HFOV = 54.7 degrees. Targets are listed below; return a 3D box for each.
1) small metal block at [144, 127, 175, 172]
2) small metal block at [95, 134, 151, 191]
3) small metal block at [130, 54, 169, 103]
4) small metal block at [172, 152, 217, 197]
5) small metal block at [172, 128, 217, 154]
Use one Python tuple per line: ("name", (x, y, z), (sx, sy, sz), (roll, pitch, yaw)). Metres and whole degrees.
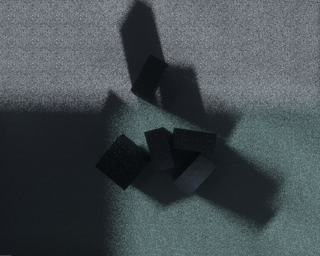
("small metal block", (-0.001, 0.026, 0.399), (0.025, 0.050, 0.050), (-15, 90, -1))
("small metal block", (-0.047, 0.044, 0.405), (0.050, 0.025, 0.050), (40, 104, 0))
("small metal block", (-0.013, -0.062, 0.399), (0.025, 0.050, 0.050), (29, 90, 0))
("small metal block", (0.042, 0.057, 0.400), (0.025, 0.050, 0.050), (43, 90, -1))
("small metal block", (0.042, 0.015, 0.400), (0.050, 0.050, 0.025), (8, 90, -1))
